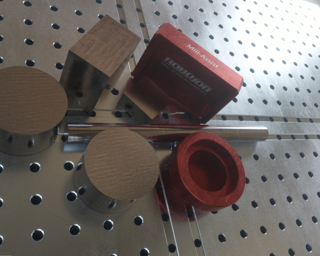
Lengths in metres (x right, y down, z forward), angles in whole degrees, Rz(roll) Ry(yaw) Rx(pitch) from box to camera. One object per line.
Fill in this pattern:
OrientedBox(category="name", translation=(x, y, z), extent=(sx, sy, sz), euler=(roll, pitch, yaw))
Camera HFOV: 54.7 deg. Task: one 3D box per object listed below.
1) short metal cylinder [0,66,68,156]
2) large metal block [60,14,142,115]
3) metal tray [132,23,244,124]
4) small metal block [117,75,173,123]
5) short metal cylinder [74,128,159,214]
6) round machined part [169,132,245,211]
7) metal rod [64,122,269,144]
OrientedBox(category="short metal cylinder", translation=(-0.143, -0.018, 0.325), extent=(0.081, 0.050, 0.080), euler=(14, 56, -21))
OrientedBox(category="large metal block", translation=(-0.075, -0.077, 0.379), extent=(0.050, 0.080, 0.080), euler=(34, 51, -7))
OrientedBox(category="metal tray", translation=(0.036, -0.070, 0.428), extent=(0.130, 0.090, 0.030), euler=(35, 51, -6))
OrientedBox(category="small metal block", translation=(-0.020, -0.036, 0.419), extent=(0.050, 0.025, 0.050), euler=(43, 51, 1))
OrientedBox(category="short metal cylinder", translation=(-0.048, 0.047, 0.337), extent=(0.081, 0.050, 0.080), euler=(14, 56, -21))
OrientedBox(category="round machined part", translation=(0.055, 0.057, 0.392), extent=(0.099, 0.042, 0.098), euler=(14, 56, -21))
OrientedBox(category="metal rod", translation=(0.028, 0.007, 0.418), extent=(0.303, 0.025, 0.025), euler=(1, 62, -28))
